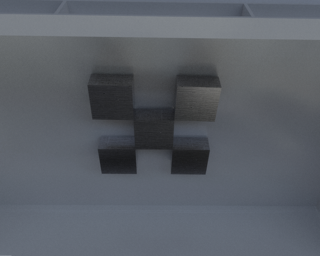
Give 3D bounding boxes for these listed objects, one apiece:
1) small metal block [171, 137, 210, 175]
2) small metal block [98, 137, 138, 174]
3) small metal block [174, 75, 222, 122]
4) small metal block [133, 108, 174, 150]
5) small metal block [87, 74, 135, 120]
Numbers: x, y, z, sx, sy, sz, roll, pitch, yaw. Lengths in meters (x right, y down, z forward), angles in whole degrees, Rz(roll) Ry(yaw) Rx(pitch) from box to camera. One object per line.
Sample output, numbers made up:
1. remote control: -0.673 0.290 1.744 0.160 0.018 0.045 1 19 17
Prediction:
1. small metal block: 0.041 0.040 0.440 0.050 0.025 0.050 1 130 -1
2. small metal block: -0.058 0.039 0.439 0.050 0.025 0.050 0 130 -1
3. small metal block: 0.044 -0.035 0.376 0.050 0.025 0.050 2 130 -2
4. small metal block: -0.008 0.002 0.407 0.050 0.025 0.050 0 130 -1
5. small metal block: -0.057 -0.037 0.374 0.050 0.025 0.050 1 130 -1
